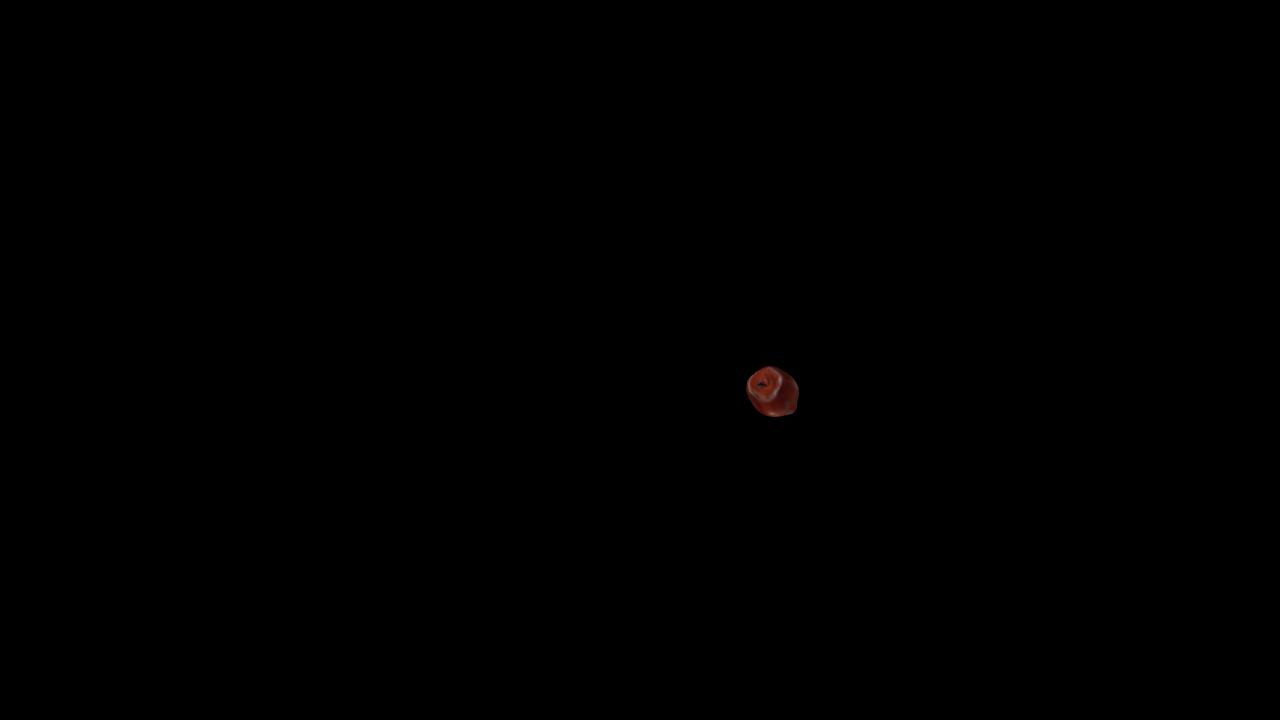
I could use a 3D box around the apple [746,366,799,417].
[{"bbox_3d":[0.208,0.051,0.964,0.079,0.079,0.093,0,-24,39],"label":"apple"}]
